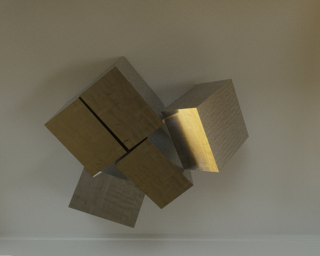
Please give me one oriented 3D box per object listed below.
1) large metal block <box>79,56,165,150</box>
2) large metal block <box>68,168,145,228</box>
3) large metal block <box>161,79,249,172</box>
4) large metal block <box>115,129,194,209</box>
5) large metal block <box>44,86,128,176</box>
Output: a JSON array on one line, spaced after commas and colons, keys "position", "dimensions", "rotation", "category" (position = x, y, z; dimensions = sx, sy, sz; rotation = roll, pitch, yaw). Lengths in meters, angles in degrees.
[{"position": [-0.040, -0.033, 0.367], "dimensions": [0.050, 0.080, 0.080], "rotation": [-37, 106, 12], "category": "large metal block"}, {"position": [-0.069, 0.090, 0.406], "dimensions": [0.080, 0.080, 0.050], "rotation": [21, 74, -8], "category": "large metal block"}, {"position": [0.057, -0.004, 0.373], "dimensions": [0.050, 0.080, 0.080], "rotation": [-3, 117, 44], "category": "large metal block"}, {"position": [-0.006, 0.041, 0.395], "dimensions": [0.050, 0.080, 0.080], "rotation": [-40, 106, 13], "category": "large metal block"}, {"position": [-0.082, -0.002, 0.379], "dimensions": [0.050, 0.080, 0.080], "rotation": [-36, 107, 12], "category": "large metal block"}]
